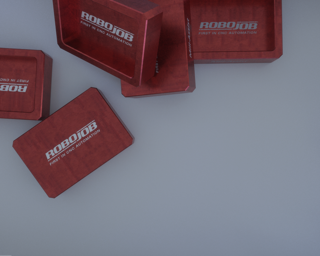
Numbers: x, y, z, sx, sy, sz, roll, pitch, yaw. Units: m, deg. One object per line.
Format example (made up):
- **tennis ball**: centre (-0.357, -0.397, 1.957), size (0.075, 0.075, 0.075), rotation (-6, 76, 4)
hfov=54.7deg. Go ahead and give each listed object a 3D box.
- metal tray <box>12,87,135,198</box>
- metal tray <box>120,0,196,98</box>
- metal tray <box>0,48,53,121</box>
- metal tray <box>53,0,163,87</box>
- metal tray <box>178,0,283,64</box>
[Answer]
- **metal tray**: centre (-0.111, 0.019, 0.408), size (0.130, 0.030, 0.090), rotation (-35, 90, 0)
- **metal tray**: centre (-0.006, -0.106, 0.392), size (0.090, 0.030, 0.129), rotation (-4, 91, 22)
- **metal tray**: centre (-0.213, -0.058, 0.406), size (0.131, 0.030, 0.089), rotation (3, 90, 0)
- **metal tray**: centre (-0.064, -0.114, 0.356), size (0.130, 0.089, 0.030), rotation (29, 47, 18)
- **metal tray**: centre (0.091, -0.133, 0.409), size (0.131, 0.030, 0.089), rotation (-1, 90, 0)
